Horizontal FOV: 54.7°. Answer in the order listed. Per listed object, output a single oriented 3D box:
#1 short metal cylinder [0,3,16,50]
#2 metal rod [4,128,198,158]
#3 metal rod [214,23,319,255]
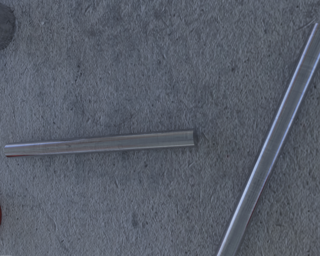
[{"bbox_3d":[-0.281,-0.168,0.495,0.080,0.050,0.080,0,90,20],"label":"short metal cylinder"},{"bbox_3d":[-0.096,0.024,0.442,0.301,0.025,0.025,-5,89,19],"label":"metal rod"},{"bbox_3d":[0.129,0.027,0.363,0.025,0.025,0.298,23,97,18],"label":"metal rod"}]
